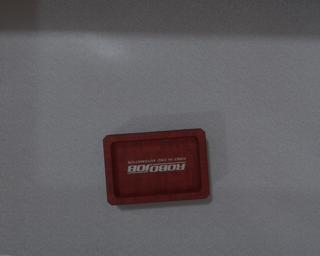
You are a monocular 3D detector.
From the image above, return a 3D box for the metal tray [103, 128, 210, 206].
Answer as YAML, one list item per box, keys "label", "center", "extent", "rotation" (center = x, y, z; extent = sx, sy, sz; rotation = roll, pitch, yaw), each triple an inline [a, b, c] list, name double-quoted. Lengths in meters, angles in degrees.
- label: "metal tray"
  center: [-0.005, 0.050, 0.408]
  extent: [0.131, 0.030, 0.090]
  rotation: [-4, 90, 0]
